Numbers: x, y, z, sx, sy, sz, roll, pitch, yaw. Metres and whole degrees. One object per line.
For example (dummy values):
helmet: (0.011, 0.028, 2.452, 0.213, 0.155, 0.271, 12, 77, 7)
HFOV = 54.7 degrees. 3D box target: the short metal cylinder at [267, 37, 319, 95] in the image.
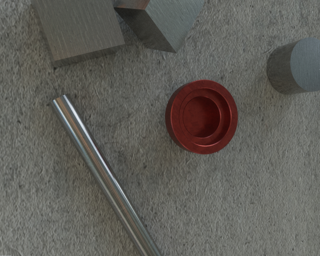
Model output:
short metal cylinder: (0.214, -0.093, 0.477, 0.081, 0.050, 0.079, 0, 90, -21)

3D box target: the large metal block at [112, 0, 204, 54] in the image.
large metal block: (0.002, -0.151, 0.377, 0.080, 0.050, 0.080, 40, 74, -53)

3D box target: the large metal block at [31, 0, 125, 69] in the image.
large metal block: (-0.096, -0.122, 0.360, 0.081, 0.050, 0.080, -20, 97, -19)

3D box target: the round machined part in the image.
round machined part: (0.052, -0.014, 0.421, 0.099, 0.042, 0.097, 0, 90, -21)

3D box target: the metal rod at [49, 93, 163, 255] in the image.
metal rod: (-0.050, 0.095, 0.391, 0.025, 0.025, 0.299, -31, 101, -18)
